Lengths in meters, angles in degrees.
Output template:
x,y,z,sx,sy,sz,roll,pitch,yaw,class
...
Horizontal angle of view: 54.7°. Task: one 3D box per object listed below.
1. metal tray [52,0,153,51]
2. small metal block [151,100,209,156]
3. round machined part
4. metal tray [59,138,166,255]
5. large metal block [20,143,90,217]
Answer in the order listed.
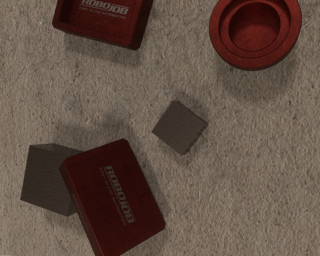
x,y,z,sx,sy,sz,roll,pitch,yaw,class
-0.080,-0.168,0.433,0.130,0.030,0.089,19,96,18,metal tray
0.026,0.000,0.399,0.050,0.025,0.050,38,102,15,small metal block
0.110,-0.115,0.361,0.098,0.042,0.097,0,90,19,round machined part
-0.060,0.087,0.394,0.030,0.091,0.130,-38,75,54,metal tray
-0.144,0.071,0.445,0.080,0.050,0.079,13,94,19,large metal block
